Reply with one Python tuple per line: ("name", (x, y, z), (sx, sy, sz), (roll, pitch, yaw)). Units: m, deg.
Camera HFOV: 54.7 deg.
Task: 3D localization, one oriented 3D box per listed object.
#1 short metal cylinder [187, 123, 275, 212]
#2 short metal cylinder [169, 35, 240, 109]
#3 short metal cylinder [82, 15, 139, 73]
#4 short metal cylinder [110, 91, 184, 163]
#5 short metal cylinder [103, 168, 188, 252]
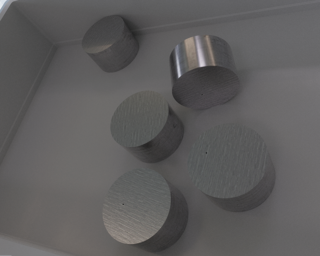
("short metal cylinder", (0.075, 0.042, 0.324), (0.080, 0.050, 0.080), (-13, 56, 21))
("short metal cylinder", (0.053, -0.067, 0.384), (0.080, 0.080, 0.050), (-16, 55, 19))
("short metal cylinder", (-0.082, -0.140, 0.519), (0.080, 0.050, 0.080), (-13, 56, 21))
("short metal cylinder", (-0.016, -0.001, 0.399), (0.080, 0.050, 0.080), (-13, 56, 21))
("short metal cylinder", (-0.015, 0.091, 0.342), (0.080, 0.050, 0.080), (-13, 56, 21))
